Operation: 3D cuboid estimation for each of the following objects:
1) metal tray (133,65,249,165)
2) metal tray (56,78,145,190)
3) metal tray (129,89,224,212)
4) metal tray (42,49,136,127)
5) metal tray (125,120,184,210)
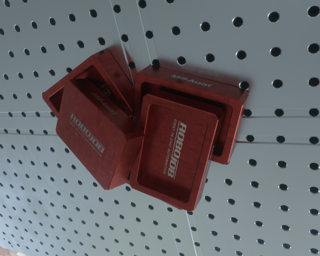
[{"bbox_3d":[0.032,-0.017,0.380,0.130,0.030,0.089,18,125,18],"label":"metal tray"},{"bbox_3d":[-0.084,0.005,0.403,0.130,0.030,0.089,41,125,29],"label":"metal tray"},{"bbox_3d":[0.017,0.028,0.376,0.090,0.030,0.129,18,114,18],"label":"metal tray"},{"bbox_3d":[-0.097,-0.039,0.435,0.130,0.030,0.090,-24,105,37],"label":"metal tray"},{"bbox_3d":[-0.010,0.053,0.446,0.130,0.030,0.089,24,127,14],"label":"metal tray"}]
